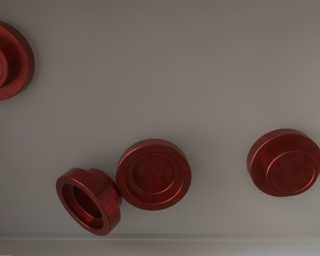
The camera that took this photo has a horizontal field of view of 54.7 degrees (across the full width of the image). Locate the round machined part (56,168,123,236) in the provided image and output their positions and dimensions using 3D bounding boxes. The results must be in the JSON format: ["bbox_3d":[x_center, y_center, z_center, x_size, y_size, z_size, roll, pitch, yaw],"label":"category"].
[{"bbox_3d":[-0.090,0.094,0.419,0.098,0.042,0.097,21,130,27],"label":"round machined part"}]

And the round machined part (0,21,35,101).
[{"bbox_3d":[-0.208,-0.079,0.371,0.099,0.042,0.097,0,110,0],"label":"round machined part"}]

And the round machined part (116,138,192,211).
[{"bbox_3d":[-0.009,0.059,0.422,0.099,0.042,0.097,-1,109,-4],"label":"round machined part"}]

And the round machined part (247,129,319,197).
[{"bbox_3d":[0.173,0.053,0.423,0.099,0.042,0.097,0,110,0],"label":"round machined part"}]
